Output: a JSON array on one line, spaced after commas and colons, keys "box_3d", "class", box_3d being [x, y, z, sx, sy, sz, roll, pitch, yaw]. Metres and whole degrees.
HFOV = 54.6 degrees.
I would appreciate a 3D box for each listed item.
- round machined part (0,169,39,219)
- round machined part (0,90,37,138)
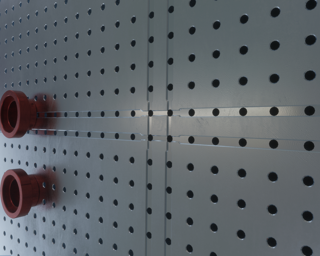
[{"box_3d": [-0.285, 0.132, 0.636, 0.098, 0.042, 0.097, 0, 90, 40], "class": "round machined part"}, {"box_3d": [-0.292, -0.028, 0.642, 0.098, 0.042, 0.097, 0, 90, 40], "class": "round machined part"}]
